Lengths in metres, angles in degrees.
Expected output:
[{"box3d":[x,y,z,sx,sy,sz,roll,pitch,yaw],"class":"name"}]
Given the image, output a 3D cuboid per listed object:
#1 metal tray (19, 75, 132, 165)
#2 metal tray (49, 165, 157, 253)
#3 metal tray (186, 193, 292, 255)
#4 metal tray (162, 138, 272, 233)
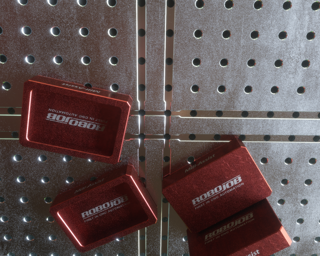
[{"box3d":[-0.109,-0.009,0.405,0.131,0.030,0.089,12,110,-5],"class":"metal tray"},{"box3d":[-0.080,0.120,0.453,0.130,0.030,0.090,-25,109,8],"class":"metal tray"},{"box3d":[0.104,0.151,0.436,0.130,0.090,0.030,-31,108,10],"class":"metal tray"},{"box3d":[0.079,0.084,0.443,0.130,0.030,0.090,-31,108,10],"class":"metal tray"}]
